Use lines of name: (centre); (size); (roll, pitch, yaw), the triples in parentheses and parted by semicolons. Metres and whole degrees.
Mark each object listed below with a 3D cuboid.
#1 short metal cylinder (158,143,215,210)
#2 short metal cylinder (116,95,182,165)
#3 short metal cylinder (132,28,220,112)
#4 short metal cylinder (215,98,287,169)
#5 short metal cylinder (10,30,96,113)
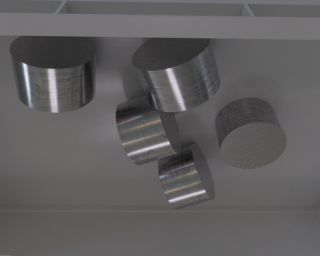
short metal cylinder: (0.038, 0.067, 0.430); (0.050, 0.080, 0.080); (-21, 127, 17)
short metal cylinder: (-0.012, 0.000, 0.373); (0.050, 0.080, 0.080); (-18, 128, 14)
short metal cylinder: (0.018, -0.061, 0.321); (0.080, 0.080, 0.050); (-14, 129, 11)
short metal cylinder: (0.115, 0.008, 0.400); (0.081, 0.050, 0.079); (0, 130, 0)
short metal cylinder: (-0.107, -0.060, 0.321); (0.081, 0.080, 0.050); (6, 130, -6)
